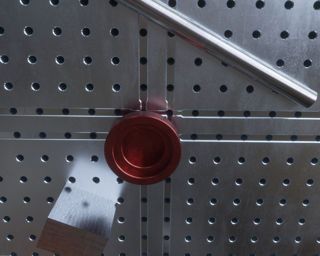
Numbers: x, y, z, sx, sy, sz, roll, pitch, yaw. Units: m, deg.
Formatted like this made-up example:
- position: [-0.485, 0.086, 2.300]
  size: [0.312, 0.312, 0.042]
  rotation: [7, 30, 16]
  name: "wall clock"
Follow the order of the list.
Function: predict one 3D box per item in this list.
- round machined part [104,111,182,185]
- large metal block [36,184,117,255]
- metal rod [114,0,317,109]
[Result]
- position: [-0.021, 0.023, 0.413]
  size: [0.099, 0.042, 0.097]
  rotation: [0, 110, 0]
  name: "round machined part"
- position: [-0.112, 0.133, 0.432]
  size: [0.080, 0.080, 0.050]
  rotation: [23, 109, -8]
  name: "large metal block"
- position: [0.062, -0.103, 0.375]
  size: [0.301, 0.025, 0.025]
  rotation: [27, 108, -10]
  name: "metal rod"
